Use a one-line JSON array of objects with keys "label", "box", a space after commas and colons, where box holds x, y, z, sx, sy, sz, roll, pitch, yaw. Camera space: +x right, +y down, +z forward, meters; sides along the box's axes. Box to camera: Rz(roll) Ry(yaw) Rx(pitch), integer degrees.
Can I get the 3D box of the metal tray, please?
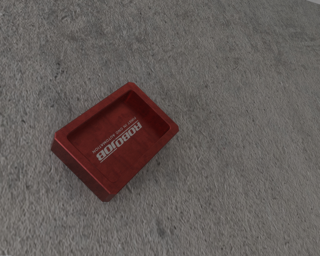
[{"label": "metal tray", "box": [-0.048, 0.011, 0.367, 0.090, 0.030, 0.131, 45, 51, 3]}]
